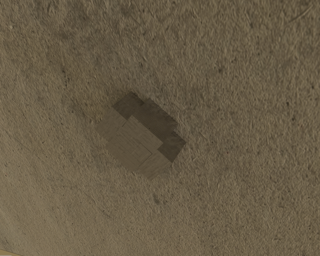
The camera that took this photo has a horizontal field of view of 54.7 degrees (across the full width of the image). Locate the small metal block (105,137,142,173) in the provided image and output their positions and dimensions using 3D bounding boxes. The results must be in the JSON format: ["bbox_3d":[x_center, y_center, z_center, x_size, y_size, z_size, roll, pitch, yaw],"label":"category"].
[{"bbox_3d":[-0.038,0.024,0.425,0.050,0.050,0.025,43,129,-2],"label":"small metal block"}]

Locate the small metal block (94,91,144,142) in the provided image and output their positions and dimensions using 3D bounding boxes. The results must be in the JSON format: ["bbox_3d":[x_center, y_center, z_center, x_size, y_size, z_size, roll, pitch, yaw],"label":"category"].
[{"bbox_3d":[-0.052,-0.016,0.408,0.025,0.050,0.050,43,129,-2],"label":"small metal block"}]

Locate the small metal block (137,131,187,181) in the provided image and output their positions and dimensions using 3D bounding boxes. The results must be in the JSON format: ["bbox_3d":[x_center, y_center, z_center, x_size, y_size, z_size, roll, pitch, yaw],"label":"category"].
[{"bbox_3d":[0.002,0.036,0.411,0.025,0.050,0.050,43,129,-2],"label":"small metal block"}]

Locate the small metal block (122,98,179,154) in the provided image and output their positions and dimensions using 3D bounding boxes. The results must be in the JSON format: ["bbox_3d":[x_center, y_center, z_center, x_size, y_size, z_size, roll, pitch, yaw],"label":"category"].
[{"bbox_3d":[-0.011,-0.004,0.393,0.050,0.050,0.025,42,129,-1],"label":"small metal block"}]

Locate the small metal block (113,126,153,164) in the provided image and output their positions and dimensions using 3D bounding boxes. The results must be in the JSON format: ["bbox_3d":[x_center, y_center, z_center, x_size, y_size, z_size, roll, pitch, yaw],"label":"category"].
[{"bbox_3d":[-0.025,0.010,0.409,0.050,0.050,0.025,43,129,-2],"label":"small metal block"}]
